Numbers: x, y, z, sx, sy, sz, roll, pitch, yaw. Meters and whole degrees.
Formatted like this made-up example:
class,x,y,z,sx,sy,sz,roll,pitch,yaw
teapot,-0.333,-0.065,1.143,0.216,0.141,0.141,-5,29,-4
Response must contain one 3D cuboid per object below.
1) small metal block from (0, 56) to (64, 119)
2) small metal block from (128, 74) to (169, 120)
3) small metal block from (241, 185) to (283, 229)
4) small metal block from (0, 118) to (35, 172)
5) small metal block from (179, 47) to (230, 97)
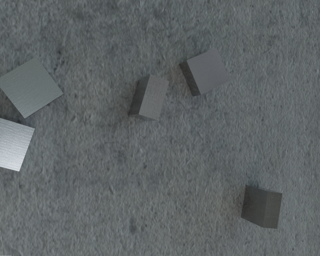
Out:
class,x,y,z,sx,sy,sz,roll,pitch,yaw
small metal block,-0.148,-0.045,0.355,0.050,0.025,0.050,-37,102,-16
small metal block,-0.015,-0.037,0.391,0.025,0.050,0.050,18,84,-20
small metal block,0.148,0.114,0.452,0.025,0.050,0.050,11,86,-20
small metal block,-0.173,0.016,0.345,0.050,0.025,0.050,20,83,-19
small metal block,0.062,-0.078,0.433,0.050,0.025,0.050,-27,99,-18
